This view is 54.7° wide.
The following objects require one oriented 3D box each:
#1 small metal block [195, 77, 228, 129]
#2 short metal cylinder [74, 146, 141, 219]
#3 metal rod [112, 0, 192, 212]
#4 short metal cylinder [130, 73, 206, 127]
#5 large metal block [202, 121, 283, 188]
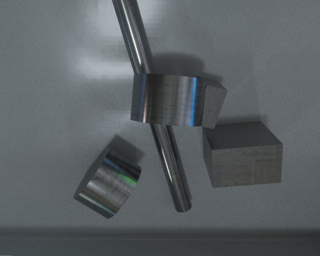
[{"bbox_3d":[0.058,-0.033,0.386,0.025,0.050,0.050,13,110,-9],"label":"small metal block"},{"bbox_3d":[-0.069,0.071,0.407,0.050,0.080,0.080,36,106,-13],"label":"short metal cylinder"},{"bbox_3d":[-0.005,-0.019,0.404,0.025,0.025,0.298,-15,110,5],"label":"metal rod"},{"bbox_3d":[0.009,-0.031,0.346,0.081,0.080,0.050,5,95,-2],"label":"short metal cylinder"},{"bbox_3d":[0.100,0.031,0.395,0.080,0.080,0.050,-5,110,1],"label":"large metal block"}]
